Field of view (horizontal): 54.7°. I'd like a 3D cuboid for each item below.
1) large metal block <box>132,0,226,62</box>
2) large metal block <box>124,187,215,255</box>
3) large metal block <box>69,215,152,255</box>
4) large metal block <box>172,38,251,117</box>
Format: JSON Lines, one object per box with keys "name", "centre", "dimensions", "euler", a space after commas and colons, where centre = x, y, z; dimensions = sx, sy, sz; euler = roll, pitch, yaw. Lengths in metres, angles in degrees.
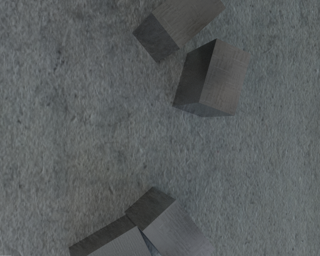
{"name": "large metal block", "centre": [0.021, -0.134, 0.388], "dimensions": [0.080, 0.080, 0.050], "euler": [-44, 104, -15]}
{"name": "large metal block", "centre": [0.009, 0.126, 0.384], "dimensions": [0.050, 0.080, 0.080], "euler": [-40, 103, -16]}
{"name": "large metal block", "centre": [-0.054, 0.166, 0.377], "dimensions": [0.081, 0.050, 0.080], "euler": [-27, 99, -18]}
{"name": "large metal block", "centre": [0.064, -0.060, 0.405], "dimensions": [0.050, 0.080, 0.080], "euler": [18, 84, -20]}
